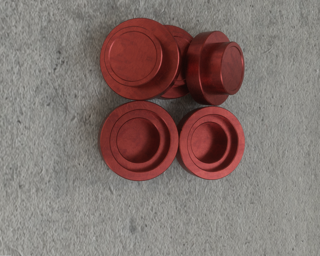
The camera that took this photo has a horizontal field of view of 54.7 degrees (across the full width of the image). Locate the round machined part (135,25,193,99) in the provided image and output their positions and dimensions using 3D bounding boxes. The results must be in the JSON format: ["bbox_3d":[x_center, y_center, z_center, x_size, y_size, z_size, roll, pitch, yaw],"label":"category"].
[{"bbox_3d":[0.014,-0.087,0.407,0.099,0.042,0.097,0,90,-21],"label":"round machined part"}]

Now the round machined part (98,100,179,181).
[{"bbox_3d":[-0.030,0.015,0.391,0.099,0.042,0.097,0,90,-21],"label":"round machined part"}]

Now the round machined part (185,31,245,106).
[{"bbox_3d":[0.078,-0.078,0.408,0.099,0.042,0.097,-11,104,-50],"label":"round machined part"}]

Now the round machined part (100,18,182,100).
[{"bbox_3d":[-0.026,-0.082,0.367,0.098,0.042,0.097,1,93,13],"label":"round machined part"}]

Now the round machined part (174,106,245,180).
[{"bbox_3d":[0.063,0.019,0.426,0.099,0.042,0.097,0,90,-21],"label":"round machined part"}]
